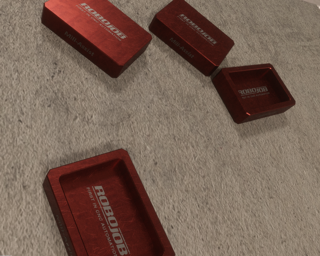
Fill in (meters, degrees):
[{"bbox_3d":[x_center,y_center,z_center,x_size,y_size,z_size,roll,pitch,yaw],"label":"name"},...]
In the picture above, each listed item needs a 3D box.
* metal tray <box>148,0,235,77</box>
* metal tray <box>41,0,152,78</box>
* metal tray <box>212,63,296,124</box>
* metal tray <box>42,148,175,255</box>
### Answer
[{"bbox_3d":[0.057,-0.158,0.529,0.130,0.030,0.090,39,51,-3],"label":"metal tray"},{"bbox_3d":[-0.087,-0.141,0.441,0.130,0.030,0.090,38,51,-3],"label":"metal tray"},{"bbox_3d":[0.162,-0.062,0.528,0.131,0.030,0.090,-12,68,-34],"label":"metal tray"},{"bbox_3d":[-0.053,0.093,0.316,0.091,0.030,0.130,-15,70,-35],"label":"metal tray"}]
